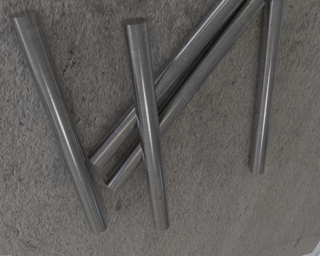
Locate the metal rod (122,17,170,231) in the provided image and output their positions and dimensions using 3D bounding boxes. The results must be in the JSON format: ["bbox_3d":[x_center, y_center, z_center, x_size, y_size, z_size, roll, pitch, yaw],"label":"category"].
[{"bbox_3d":[-0.011,0.021,0.379,0.025,0.025,0.298,-19,126,-18],"label":"metal rod"}]

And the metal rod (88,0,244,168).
[{"bbox_3d":[0.016,-0.071,0.370,0.299,0.025,0.025,-50,129,7],"label":"metal rod"}]

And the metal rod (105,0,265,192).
[{"bbox_3d":[0.026,-0.039,0.396,0.025,0.025,0.299,30,101,-38],"label":"metal rod"}]

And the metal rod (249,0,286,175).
[{"bbox_3d":[0.156,-0.048,0.461,0.025,0.025,0.298,-19,126,-18],"label":"metal rod"}]

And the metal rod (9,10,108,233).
[{"bbox_3d":[-0.105,0.020,0.361,0.025,0.025,0.298,-20,126,-17],"label":"metal rod"}]
